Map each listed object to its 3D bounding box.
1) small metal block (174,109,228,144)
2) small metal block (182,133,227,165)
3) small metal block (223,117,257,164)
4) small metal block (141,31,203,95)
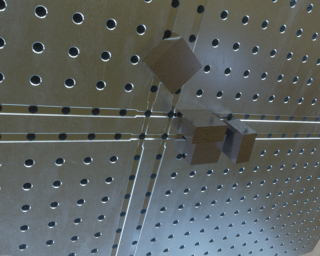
[{"bbox_3d":[0.054,-0.003,0.422,0.050,0.050,0.025,-3,120,-27],"label":"small metal block"},{"bbox_3d":[0.066,0.026,0.462,0.050,0.025,0.050,-2,119,-28],"label":"small metal block"},{"bbox_3d":[0.114,0.018,0.468,0.025,0.050,0.050,-7,122,-25],"label":"small metal block"},{"bbox_3d":[0.015,-0.077,0.371,0.050,0.025,0.050,-43,129,2],"label":"small metal block"}]
